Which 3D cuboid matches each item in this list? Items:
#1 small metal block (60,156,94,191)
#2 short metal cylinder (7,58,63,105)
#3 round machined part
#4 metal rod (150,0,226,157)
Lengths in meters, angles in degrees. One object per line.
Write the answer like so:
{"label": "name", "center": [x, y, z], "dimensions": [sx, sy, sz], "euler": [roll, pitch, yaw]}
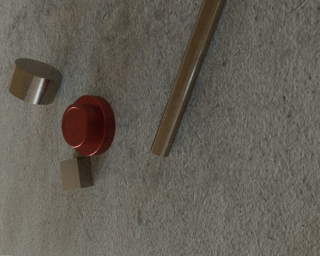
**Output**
{"label": "small metal block", "center": [-0.141, 0.077, 0.522], "dimensions": [0.050, 0.025, 0.050], "euler": [-16, 80, 39]}
{"label": "short metal cylinder", "center": [-0.222, -0.083, 0.553], "dimensions": [0.080, 0.081, 0.050], "euler": [41, 115, 32]}
{"label": "round machined part", "center": [-0.120, -0.004, 0.493], "dimensions": [0.098, 0.042, 0.097], "euler": [0, 90, 40]}
{"label": "metal rod", "center": [0.047, -0.103, 0.365], "dimensions": [0.025, 0.025, 0.298], "euler": [31, 109, 35]}
